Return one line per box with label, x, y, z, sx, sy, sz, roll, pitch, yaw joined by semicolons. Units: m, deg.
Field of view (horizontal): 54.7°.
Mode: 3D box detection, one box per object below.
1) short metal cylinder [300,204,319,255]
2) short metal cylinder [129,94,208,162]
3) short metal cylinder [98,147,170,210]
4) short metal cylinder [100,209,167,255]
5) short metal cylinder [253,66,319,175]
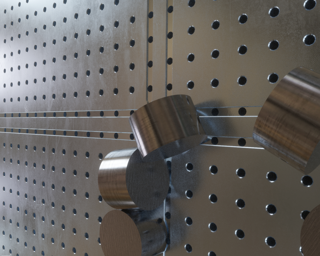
short metal cylinder;0.166;0.093;0.256;0.080;0.050;0.079;0;90;40
short metal cylinder;0.009;0.002;0.366;0.080;0.081;0.050;-32;70;35
short metal cylinder;-0.032;0.065;0.400;0.050;0.081;0.080;-11;83;39
short metal cylinder;-0.037;0.147;0.424;0.080;0.050;0.079;0;90;40
short metal cylinder;0.127;-0.007;0.269;0.050;0.081;0.079;37;113;34
